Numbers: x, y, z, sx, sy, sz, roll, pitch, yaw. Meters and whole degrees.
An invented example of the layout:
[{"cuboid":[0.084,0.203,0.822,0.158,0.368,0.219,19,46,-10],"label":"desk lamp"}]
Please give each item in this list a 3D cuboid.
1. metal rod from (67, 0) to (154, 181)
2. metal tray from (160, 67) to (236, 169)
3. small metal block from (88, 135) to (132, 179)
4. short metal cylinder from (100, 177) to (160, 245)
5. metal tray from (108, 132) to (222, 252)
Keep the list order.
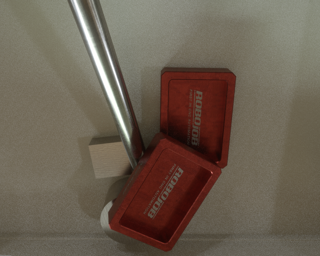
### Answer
[{"cuboid":[-0.046,-0.033,0.333,0.025,0.025,0.299,-10,135,3],"label":"metal rod"},{"cuboid":[0.045,-0.011,0.405,0.091,0.030,0.129,1,110,-1],"label":"metal tray"},{"cuboid":[-0.066,0.039,0.425,0.050,0.025,0.050,-7,110,2],"label":"small metal block"},{"cuboid":[-0.040,0.117,0.440,0.081,0.050,0.079,0,110,-1],"label":"short metal cylinder"},{"cuboid":[0.005,0.082,0.390,0.090,0.030,0.129,29,97,-17],"label":"metal tray"}]
